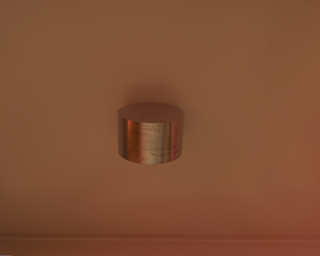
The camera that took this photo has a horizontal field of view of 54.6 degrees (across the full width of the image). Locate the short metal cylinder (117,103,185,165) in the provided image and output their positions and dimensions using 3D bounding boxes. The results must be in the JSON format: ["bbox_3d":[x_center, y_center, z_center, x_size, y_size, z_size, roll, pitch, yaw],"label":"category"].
[{"bbox_3d":[-0.011,0.004,0.380,0.080,0.080,0.050,2,110,-1],"label":"short metal cylinder"}]
